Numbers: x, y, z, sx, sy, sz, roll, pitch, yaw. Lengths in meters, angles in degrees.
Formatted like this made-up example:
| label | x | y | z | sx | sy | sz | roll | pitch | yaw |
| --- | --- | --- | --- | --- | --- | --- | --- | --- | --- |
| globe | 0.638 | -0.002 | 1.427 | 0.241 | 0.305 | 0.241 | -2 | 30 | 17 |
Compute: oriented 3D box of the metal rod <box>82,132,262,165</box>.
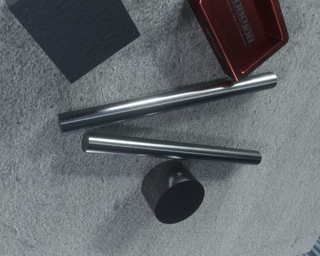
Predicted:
| label | x | y | z | sx | sy | sz | roll | pitch | yaw |
| --- | --- | --- | --- | --- | --- | --- | --- | --- | --- |
| metal rod | 0.038 | 0.034 | 0.450 | 0.302 | 0.025 | 0.025 | 8 | 115 | -32 |

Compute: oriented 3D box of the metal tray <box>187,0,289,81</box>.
| label | x | y | z | sx | sy | sz | roll | pitch | yaw |
| --- | --- | --- | --- | --- | --- | --- | --- | --- | --- |
| metal tray | 0.100 | -0.132 | 0.378 | 0.090 | 0.030 | 0.130 | -40 | 130 | -1 |

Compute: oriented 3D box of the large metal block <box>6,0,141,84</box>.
| label | x | y | z | sx | sy | sz | roll | pitch | yaw |
| --- | --- | --- | --- | --- | --- | --- | --- | --- | --- |
| large metal block | -0.078 | -0.102 | 0.286 | 0.080 | 0.050 | 0.080 | -37 | 130 | -4 |

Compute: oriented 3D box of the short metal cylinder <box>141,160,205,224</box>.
| label | x | y | z | sx | sy | sz | roll | pitch | yaw |
| --- | --- | --- | --- | --- | --- | --- | --- | --- | --- |
| short metal cylinder | 0.019 | 0.095 | 0.462 | 0.081 | 0.050 | 0.079 | -14 | 125 | -21 |

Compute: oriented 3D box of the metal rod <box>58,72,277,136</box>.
| label | x | y | z | sx | sy | sz | roll | pitch | yaw |
| --- | --- | --- | --- | --- | --- | --- | --- | --- | --- |
| metal rod | 0.026 | -0.037 | 0.399 | 0.302 | 0.025 | 0.025 | -14 | 124 | -21 |
